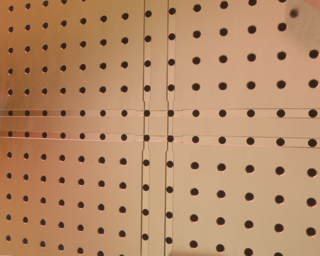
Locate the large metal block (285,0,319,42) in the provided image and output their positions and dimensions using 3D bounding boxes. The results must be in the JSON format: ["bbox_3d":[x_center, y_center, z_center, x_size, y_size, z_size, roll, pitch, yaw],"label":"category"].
[{"bbox_3d":[0.179,-0.146,0.320,0.050,0.080,0.080,44,104,15],"label":"large metal block"}]
